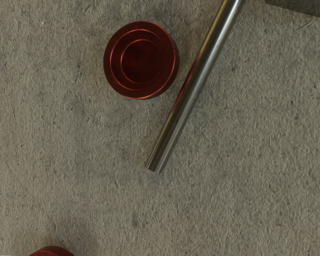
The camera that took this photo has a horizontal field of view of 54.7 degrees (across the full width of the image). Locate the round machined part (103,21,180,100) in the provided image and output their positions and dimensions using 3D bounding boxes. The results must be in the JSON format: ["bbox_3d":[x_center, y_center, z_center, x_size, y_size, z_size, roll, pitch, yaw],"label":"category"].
[{"bbox_3d":[-0.021,-0.085,0.407,0.098,0.042,0.097,0,90,20],"label":"round machined part"}]

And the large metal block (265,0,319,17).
[{"bbox_3d":[0.169,-0.173,0.336,0.080,0.050,0.080,24,98,18],"label":"large metal block"}]

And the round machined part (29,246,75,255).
[{"bbox_3d":[-0.152,0.221,0.454,0.098,0.042,0.097,0,90,20],"label":"round machined part"}]

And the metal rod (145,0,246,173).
[{"bbox_3d":[0.054,-0.079,0.389,0.025,0.025,0.298,28,99,18],"label":"metal rod"}]
